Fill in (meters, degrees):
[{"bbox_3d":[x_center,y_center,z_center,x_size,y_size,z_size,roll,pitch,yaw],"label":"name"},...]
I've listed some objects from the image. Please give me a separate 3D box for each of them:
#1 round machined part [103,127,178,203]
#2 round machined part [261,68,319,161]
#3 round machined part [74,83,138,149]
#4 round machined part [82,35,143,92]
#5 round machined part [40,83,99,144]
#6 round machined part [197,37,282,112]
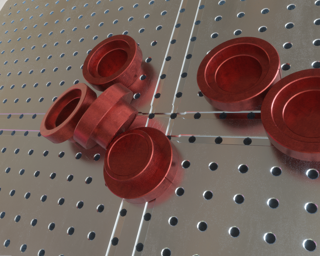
[{"bbox_3d":[-0.030,0.041,0.389,0.098,0.042,0.098,-13,56,21],"label":"round machined part"},{"bbox_3d":[0.159,-0.010,0.321,0.098,0.042,0.098,-13,56,21],"label":"round machined part"},{"bbox_3d":[-0.066,-0.009,0.415,0.042,0.098,0.098,38,82,3],"label":"round machined part"},{"bbox_3d":[-0.071,-0.098,0.496,0.098,0.042,0.098,-13,56,21],"label":"round machined part"},{"bbox_3d":[-0.130,-0.017,0.467,0.098,0.042,0.098,-27,40,25],"label":"round machined part"},{"bbox_3d":[0.099,-0.061,0.384,0.098,0.042,0.098,-13,56,21],"label":"round machined part"}]
